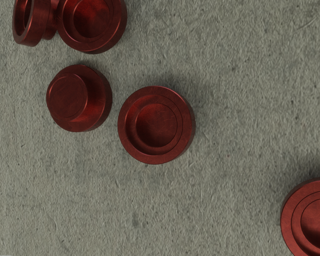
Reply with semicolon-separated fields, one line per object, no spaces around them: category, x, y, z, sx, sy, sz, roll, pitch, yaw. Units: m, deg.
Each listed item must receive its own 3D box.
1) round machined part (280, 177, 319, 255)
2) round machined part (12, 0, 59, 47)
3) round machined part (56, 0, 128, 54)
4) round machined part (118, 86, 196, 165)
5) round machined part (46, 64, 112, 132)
round machined part;0.182;0.101;0.335;0.098;0.042;0.097;0;90;20
round machined part;-0.177;-0.166;0.448;0.098;0.042;0.097;-6;81;49
round machined part;-0.090;-0.151;0.430;0.098;0.042;0.097;0;91;17
round machined part;-0.001;-0.004;0.400;0.098;0.042;0.097;0;90;20
round machined part;-0.122;-0.043;0.443;0.098;0.042;0.097;0;90;20
